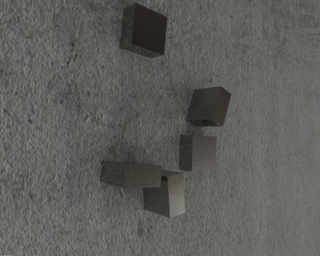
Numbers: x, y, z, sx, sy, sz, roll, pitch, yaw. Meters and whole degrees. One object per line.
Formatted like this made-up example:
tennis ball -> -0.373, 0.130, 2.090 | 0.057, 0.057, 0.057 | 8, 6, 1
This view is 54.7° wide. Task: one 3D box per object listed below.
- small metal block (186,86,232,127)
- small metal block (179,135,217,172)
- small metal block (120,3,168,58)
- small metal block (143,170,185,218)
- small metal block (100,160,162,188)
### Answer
small metal block -> 0.070, -0.030, 0.446 | 0.025, 0.050, 0.050 | 28, 72, -37
small metal block -> 0.056, 0.036, 0.451 | 0.050, 0.025, 0.050 | 3, 88, -40
small metal block -> -0.020, -0.120, 0.387 | 0.050, 0.025, 0.050 | 9, 85, -40
small metal block -> 0.004, 0.081, 0.391 | 0.025, 0.050, 0.050 | -7, 95, -40
small metal block -> -0.034, 0.053, 0.360 | 0.050, 0.050, 0.025 | 8, 85, -40
